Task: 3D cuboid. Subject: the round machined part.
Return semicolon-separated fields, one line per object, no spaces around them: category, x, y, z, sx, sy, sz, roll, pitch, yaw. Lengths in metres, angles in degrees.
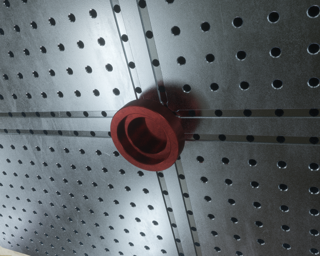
round machined part;-0.013;0.006;0.410;0.098;0.042;0.097;13;124;21
